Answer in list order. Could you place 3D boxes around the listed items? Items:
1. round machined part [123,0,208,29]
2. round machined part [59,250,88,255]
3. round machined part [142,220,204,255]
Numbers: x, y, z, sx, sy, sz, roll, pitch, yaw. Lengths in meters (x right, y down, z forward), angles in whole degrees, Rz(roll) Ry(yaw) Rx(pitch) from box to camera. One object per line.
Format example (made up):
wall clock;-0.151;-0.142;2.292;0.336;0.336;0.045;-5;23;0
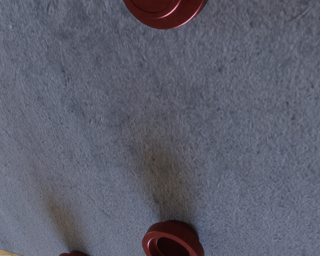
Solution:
round machined part;-0.001;-0.146;0.304;0.098;0.042;0.097;13;124;20
round machined part;-0.182;0.309;0.680;0.098;0.042;0.097;13;124;20
round machined part;0.024;0.187;0.498;0.098;0.042;0.097;13;124;20
